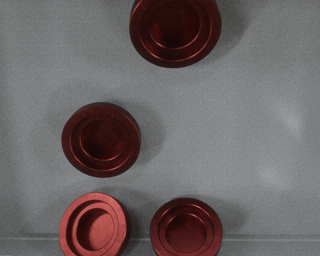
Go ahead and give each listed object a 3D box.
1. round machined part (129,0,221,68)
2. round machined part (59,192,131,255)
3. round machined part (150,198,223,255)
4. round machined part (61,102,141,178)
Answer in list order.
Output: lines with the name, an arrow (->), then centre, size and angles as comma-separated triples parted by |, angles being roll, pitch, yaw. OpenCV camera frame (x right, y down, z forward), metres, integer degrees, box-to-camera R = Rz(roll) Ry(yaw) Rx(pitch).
round machined part -> 0.016, -0.119, 0.345 | 0.099, 0.042, 0.097 | -2, 137, -1
round machined part -> -0.087, 0.143, 0.436 | 0.098, 0.042, 0.098 | -5, 66, 12
round machined part -> 0.037, 0.151, 0.435 | 0.099, 0.098, 0.042 | -5, 136, 1
round machined part -> -0.074, 0.012, 0.406 | 0.099, 0.042, 0.097 | 0, 110, -1
